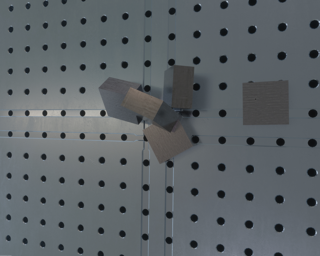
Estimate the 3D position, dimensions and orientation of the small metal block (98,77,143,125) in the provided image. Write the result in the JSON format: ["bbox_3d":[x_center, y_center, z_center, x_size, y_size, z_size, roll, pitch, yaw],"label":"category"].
[{"bbox_3d":[-0.048,-0.036,0.413,0.050,0.050,0.025,16,51,24],"label":"small metal block"}]

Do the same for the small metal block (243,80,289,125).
[{"bbox_3d":[0.125,-0.029,0.368,0.050,0.025,0.050,-1,90,20],"label":"small metal block"}]

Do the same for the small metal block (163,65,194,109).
[{"bbox_3d":[0.022,-0.049,0.389,0.025,0.050,0.050,3,91,-12],"label":"small metal block"}]

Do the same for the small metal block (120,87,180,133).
[{"bbox_3d":[-0.011,-0.022,0.379,0.050,0.050,0.025,25,85,30],"label":"small metal block"}]

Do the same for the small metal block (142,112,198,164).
[{"bbox_3d":[0.013,0.013,0.408,0.050,0.025,0.050,-30,81,17],"label":"small metal block"}]
